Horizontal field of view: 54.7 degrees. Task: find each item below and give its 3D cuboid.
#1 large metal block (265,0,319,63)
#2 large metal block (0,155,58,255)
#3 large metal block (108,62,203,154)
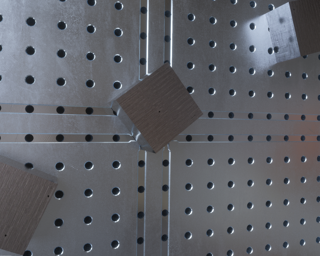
[{"bbox_3d":[0.222,-0.153,0.483,0.081,0.050,0.080,-17,96,-20],"label":"large metal block"},{"bbox_3d":[-0.169,0.079,0.337,0.080,0.050,0.080,27,81,-19],"label":"large metal block"},{"bbox_3d":[-0.006,-0.025,0.398,0.080,0.050,0.080,-39,103,-16],"label":"large metal block"}]
